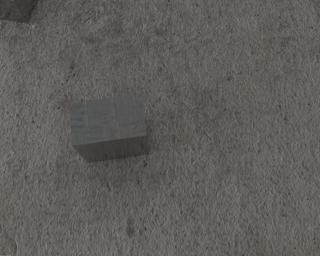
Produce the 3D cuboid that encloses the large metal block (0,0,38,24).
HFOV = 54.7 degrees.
[{"bbox_3d":[-0.236,-0.213,0.471,0.080,0.050,0.080,11,70,4],"label":"large metal block"}]

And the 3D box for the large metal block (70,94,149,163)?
[{"bbox_3d":[-0.057,0.004,0.377,0.081,0.080,0.050,-8,70,-3],"label":"large metal block"}]
